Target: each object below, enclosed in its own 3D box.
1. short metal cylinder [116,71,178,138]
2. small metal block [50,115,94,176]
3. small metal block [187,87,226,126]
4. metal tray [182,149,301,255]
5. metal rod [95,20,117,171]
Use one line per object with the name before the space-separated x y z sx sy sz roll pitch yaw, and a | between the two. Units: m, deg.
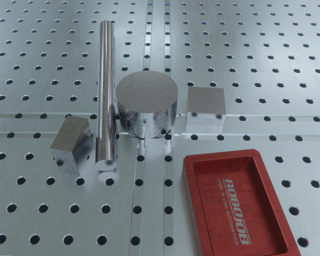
short metal cylinder | -0.017 -0.033 0.419 0.081 0.050 0.080 0 50 0
small metal block | -0.103 0.021 0.372 0.025 0.050 0.050 9 51 7
small metal block | 0.064 -0.031 0.434 0.050 0.025 0.050 3 50 2
metal tray | 0.079 0.086 0.332 0.091 0.030 0.130 -5 50 -5
metal rod | -0.080 -0.069 0.464 0.025 0.025 0.300 -4 50 -4
